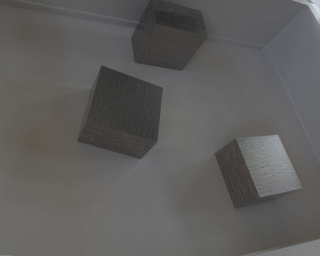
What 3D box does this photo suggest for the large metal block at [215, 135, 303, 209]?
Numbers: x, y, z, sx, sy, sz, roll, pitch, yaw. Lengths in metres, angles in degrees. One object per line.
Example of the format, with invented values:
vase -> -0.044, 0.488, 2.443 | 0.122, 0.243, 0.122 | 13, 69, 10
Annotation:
large metal block -> 0.134, 0.058, 0.426 | 0.081, 0.050, 0.080 | -3, 63, -29

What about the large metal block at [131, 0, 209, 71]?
large metal block -> 0.012, -0.135, 0.459 | 0.081, 0.080, 0.050 | 4, 60, -26

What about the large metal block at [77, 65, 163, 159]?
large metal block -> -0.046, -0.018, 0.375 | 0.081, 0.050, 0.080 | 18, 55, -18
